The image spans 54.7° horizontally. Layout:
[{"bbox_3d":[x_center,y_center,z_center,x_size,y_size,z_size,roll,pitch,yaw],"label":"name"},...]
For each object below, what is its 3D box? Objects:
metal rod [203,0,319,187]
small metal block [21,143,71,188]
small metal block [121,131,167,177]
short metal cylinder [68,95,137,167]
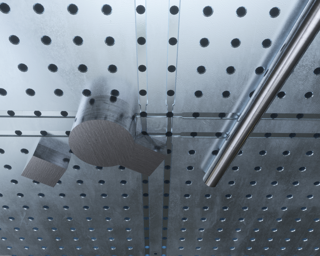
[{"bbox_3d":[0.122,-0.027,0.389,0.025,0.025,0.298,13,129,-11],"label":"metal rod"},{"bbox_3d":[-0.168,0.056,0.458,0.050,0.025,0.050,27,125,-22],"label":"small metal block"},{"bbox_3d":[-0.024,0.037,0.443,0.050,0.025,0.050,24,126,-20],"label":"small metal block"},{"bbox_3d":[-0.071,0.005,0.398,0.081,0.050,0.079,0,130,0],"label":"short metal cylinder"}]
